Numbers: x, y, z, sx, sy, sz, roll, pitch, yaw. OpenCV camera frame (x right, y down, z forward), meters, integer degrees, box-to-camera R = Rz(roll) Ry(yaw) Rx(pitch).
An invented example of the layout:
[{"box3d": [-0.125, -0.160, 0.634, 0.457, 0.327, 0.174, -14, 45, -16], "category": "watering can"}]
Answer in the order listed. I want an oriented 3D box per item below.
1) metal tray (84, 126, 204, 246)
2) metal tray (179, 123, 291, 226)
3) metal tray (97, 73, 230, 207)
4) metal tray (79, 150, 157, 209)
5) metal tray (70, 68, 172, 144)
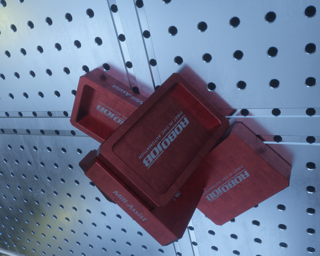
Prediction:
[{"box3d": [-0.014, 0.064, 0.375, 0.130, 0.090, 0.030, 44, 129, -3], "category": "metal tray"}, {"box3d": [0.087, 0.064, 0.399, 0.090, 0.030, 0.129, 41, 129, -1], "category": "metal tray"}, {"box3d": [0.007, 0.011, 0.346, 0.090, 0.130, 0.030, 44, 157, -2], "category": "metal tray"}, {"box3d": [-0.051, 0.078, 0.450, 0.130, 0.030, 0.090, 1, 131, 44], "category": "metal tray"}, {"box3d": [-0.056, -0.012, 0.429, 0.130, 0.030, 0.089, 31, 128, 7], "category": "metal tray"}]
